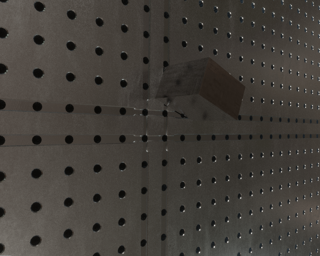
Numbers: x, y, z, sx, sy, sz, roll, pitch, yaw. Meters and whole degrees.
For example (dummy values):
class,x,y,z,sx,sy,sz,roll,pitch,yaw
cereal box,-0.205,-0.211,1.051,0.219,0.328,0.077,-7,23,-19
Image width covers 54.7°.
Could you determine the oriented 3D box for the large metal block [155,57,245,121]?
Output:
class,x,y,z,sx,sy,sz,roll,pitch,yaw
large metal block,0.055,-0.048,0.421,0.080,0.080,0.050,28,73,-37
